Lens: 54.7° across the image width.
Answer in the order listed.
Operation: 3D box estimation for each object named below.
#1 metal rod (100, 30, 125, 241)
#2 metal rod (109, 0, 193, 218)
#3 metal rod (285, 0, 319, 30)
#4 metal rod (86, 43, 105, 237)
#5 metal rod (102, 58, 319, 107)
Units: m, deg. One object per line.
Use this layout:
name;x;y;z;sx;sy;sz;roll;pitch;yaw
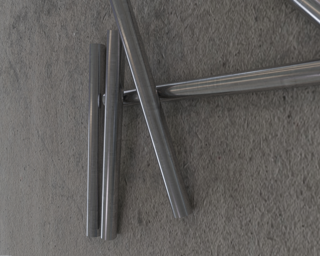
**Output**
metal rod;-0.067;0.019;0.436;0.025;0.025;0.298;15;107;39
metal rod;-0.014;-0.037;0.383;0.025;0.025;0.298;-17;89;39
metal rod;0.118;-0.151;0.307;0.025;0.025;0.299;-49;61;29
metal rod;-0.101;0.019;0.488;0.025;0.025;0.298;2;91;40
metal rod;0.038;-0.047;0.373;0.300;0.025;0.025;-2;89;40
